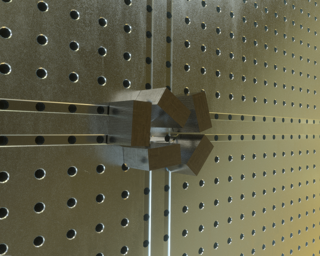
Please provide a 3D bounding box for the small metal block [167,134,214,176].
[{"bbox_3d":[0.037,0.035,0.422,0.025,0.050,0.050,50,61,-28],"label":"small metal block"}]

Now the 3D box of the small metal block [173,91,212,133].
[{"bbox_3d":[0.040,-0.021,0.424,0.025,0.050,0.050,-21,103,-38],"label":"small metal block"}]

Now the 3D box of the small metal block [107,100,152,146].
[{"bbox_3d":[-0.036,-0.005,0.361,0.025,0.050,0.050,5,88,-40],"label":"small metal block"}]

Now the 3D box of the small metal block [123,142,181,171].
[{"bbox_3d":[-0.010,0.034,0.383,0.050,0.050,0.025,-7,94,-40],"label":"small metal block"}]

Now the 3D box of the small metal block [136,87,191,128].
[{"bbox_3d":[0.002,-0.024,0.393,0.050,0.050,0.025,41,66,-33],"label":"small metal block"}]
